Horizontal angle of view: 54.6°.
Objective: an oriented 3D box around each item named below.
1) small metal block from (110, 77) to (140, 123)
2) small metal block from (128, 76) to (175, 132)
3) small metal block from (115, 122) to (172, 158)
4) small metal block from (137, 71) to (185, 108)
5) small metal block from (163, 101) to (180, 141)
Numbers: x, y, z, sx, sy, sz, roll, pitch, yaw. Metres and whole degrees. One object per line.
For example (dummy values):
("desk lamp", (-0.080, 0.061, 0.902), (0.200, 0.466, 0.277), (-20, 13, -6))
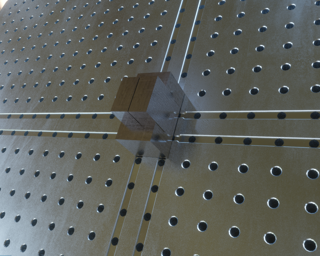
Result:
("small metal block", (-0.032, -0.030, 0.396), (0.025, 0.050, 0.050), (2, 63, 29))
("small metal block", (-0.009, -0.029, 0.383), (0.025, 0.050, 0.050), (1, 62, 30))
("small metal block", (-0.020, 0.015, 0.394), (0.050, 0.050, 0.025), (2, 62, 29))
("small metal block", (-0.001, -0.051, 0.424), (0.050, 0.050, 0.025), (2, 63, 29))
("small metal block", (-0.005, -0.012, 0.419), (0.050, 0.025, 0.050), (1, 62, 30))
